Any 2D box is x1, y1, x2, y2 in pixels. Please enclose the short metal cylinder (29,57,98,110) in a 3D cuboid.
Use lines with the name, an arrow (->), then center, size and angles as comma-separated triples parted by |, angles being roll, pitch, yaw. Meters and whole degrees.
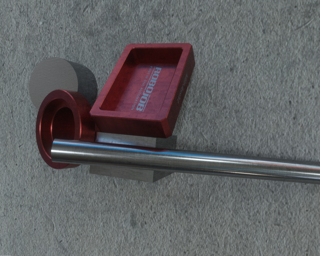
short metal cylinder -> -0.137, -0.057, 0.444 | 0.080, 0.050, 0.079 | 0, 90, 19

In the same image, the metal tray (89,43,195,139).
metal tray -> -0.016, -0.051, 0.372 | 0.090, 0.030, 0.130 | 5, 52, 19

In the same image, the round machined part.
round machined part -> -0.112, 0.002, 0.393 | 0.098, 0.042, 0.097 | -1, 88, 39

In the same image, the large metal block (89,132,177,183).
large metal block -> -0.030, 0.032, 0.390 | 0.080, 0.080, 0.050 | 5, 92, 19

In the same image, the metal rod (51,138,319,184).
metal rod -> 0.041, 0.037, 0.333 | 0.302, 0.025, 0.025 | 5, 92, -5
